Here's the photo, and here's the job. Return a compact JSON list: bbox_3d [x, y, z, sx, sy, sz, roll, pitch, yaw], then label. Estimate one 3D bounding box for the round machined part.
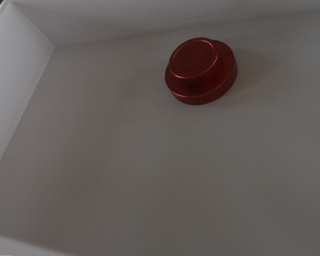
[{"bbox_3d":[0.051,-0.083,0.418,0.098,0.042,0.098,-13,56,20],"label":"round machined part"}]
